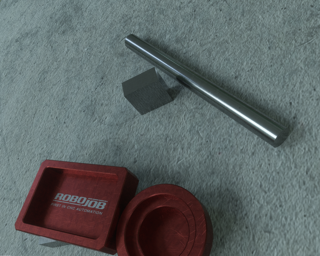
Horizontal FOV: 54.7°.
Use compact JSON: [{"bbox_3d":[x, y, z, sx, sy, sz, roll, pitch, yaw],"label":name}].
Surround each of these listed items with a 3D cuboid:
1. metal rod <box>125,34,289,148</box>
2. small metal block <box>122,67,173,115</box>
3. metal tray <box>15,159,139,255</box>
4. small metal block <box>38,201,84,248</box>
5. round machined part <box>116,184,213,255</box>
[{"bbox_3d":[0.041,-0.067,0.422,0.025,0.025,0.300,-46,51,-4],"label":"metal rod"},{"bbox_3d":[-0.017,-0.049,0.426,0.050,0.050,0.025,-24,53,13],"label":"small metal block"},{"bbox_3d":[-0.098,0.088,0.364,0.130,0.030,0.090,2,61,26],"label":"metal tray"},{"bbox_3d":[-0.121,0.120,0.392,0.050,0.025,0.050,-16,55,18],"label":"small metal block"},{"bbox_3d":[0.007,0.111,0.320,0.098,0.042,0.098,-13,56,20],"label":"round machined part"}]
